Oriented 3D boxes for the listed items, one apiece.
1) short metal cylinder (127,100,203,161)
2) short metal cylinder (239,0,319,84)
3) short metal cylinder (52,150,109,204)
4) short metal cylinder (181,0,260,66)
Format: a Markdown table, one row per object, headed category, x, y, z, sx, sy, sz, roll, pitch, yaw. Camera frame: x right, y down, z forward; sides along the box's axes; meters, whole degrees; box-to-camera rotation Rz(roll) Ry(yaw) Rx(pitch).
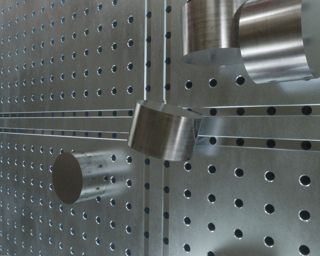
| category | x | y | z | sx | sy | sz | roll | pitch | yaw |
| --- | --- | --- | --- | --- | --- | --- | --- | --- | --- |
| short metal cylinder | 0.006 | 0.001 | 0.367 | 0.080 | 0.081 | 0.050 | 23 | 104 | 37 |
| short metal cylinder | 0.113 | -0.082 | 0.280 | 0.050 | 0.081 | 0.079 | -1 | 89 | 40 |
| short metal cylinder | -0.127 | 0.077 | 0.495 | 0.080 | 0.050 | 0.079 | 0 | 90 | 39 |
| short metal cylinder | 0.062 | -0.097 | 0.321 | 0.080 | 0.081 | 0.050 | -1 | 89 | 39 |
